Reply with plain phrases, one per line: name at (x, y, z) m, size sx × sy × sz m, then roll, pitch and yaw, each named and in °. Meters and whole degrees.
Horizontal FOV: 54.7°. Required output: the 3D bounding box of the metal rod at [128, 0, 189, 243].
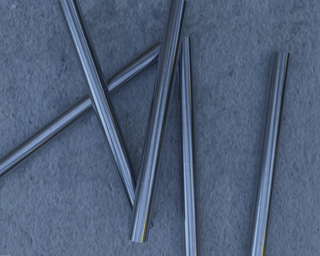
metal rod at (-0.002, -0.011, 0.385) m, size 0.025 × 0.025 × 0.298 m, roll 10°, pitch 88°, yaw -1°

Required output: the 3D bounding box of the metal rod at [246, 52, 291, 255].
metal rod at (0.142, 0.050, 0.411) m, size 0.025 × 0.025 × 0.298 m, roll 7°, pitch 90°, yaw -1°

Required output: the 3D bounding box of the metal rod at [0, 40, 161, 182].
metal rod at (-0.117, -0.016, 0.408) m, size 0.301 × 0.025 × 0.025 m, roll -37°, pitch 90°, yaw -1°

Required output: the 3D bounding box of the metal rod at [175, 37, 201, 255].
metal rod at (0.037, 0.032, 0.410) m, size 0.025 × 0.025 × 0.298 m, roll -2°, pitch 90°, yaw -1°

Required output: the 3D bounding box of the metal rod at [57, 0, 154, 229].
metal rod at (-0.064, -0.009, 0.388) m, size 0.025 × 0.025 × 0.298 m, roll -18°, pitch 99°, yaw 0°
